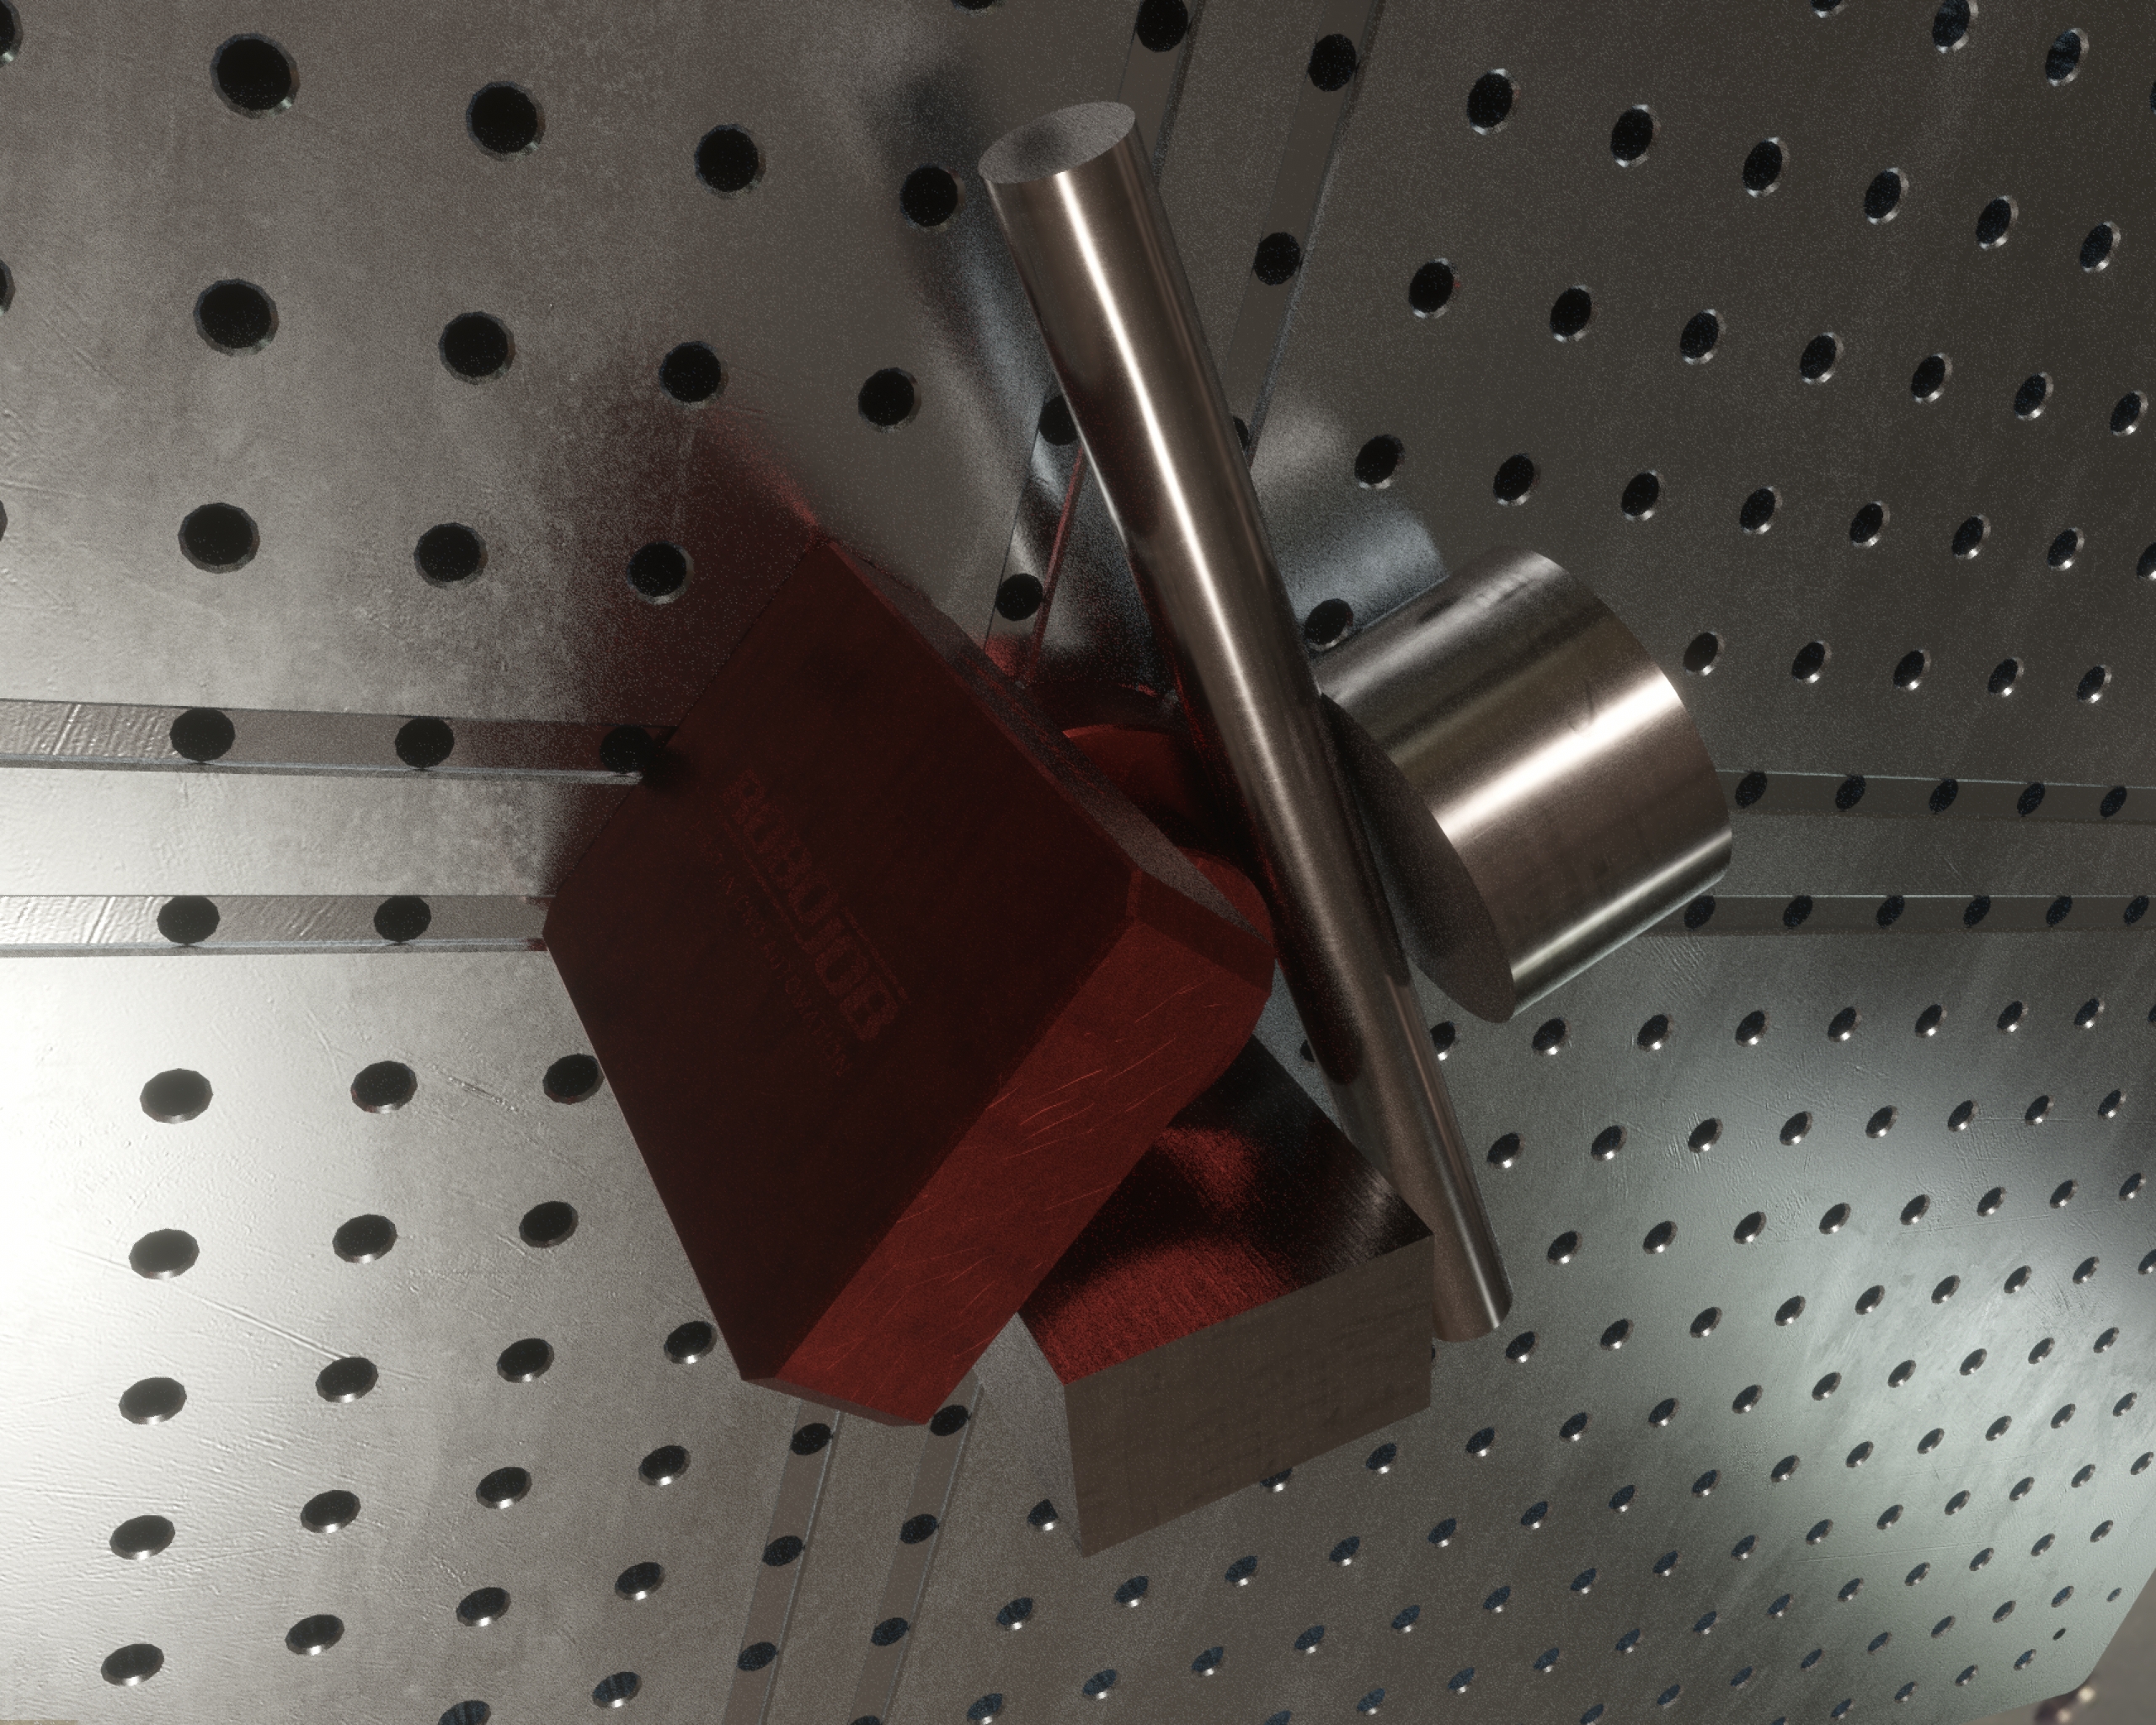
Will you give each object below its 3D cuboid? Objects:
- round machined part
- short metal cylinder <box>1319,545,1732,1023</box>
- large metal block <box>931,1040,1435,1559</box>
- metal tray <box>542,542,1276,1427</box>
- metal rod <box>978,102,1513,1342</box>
[{"bbox_3d":[-0.001,0.017,0.412,0.099,0.042,0.097,-14,125,-21],"label":"round machined part"},{"bbox_3d":[0.082,-0.015,0.411,0.050,0.080,0.080,-32,129,-8],"label":"short metal cylinder"},{"bbox_3d":[0.019,0.086,0.441,0.081,0.080,0.050,-18,126,-19],"label":"large metal block"},{"bbox_3d":[-0.035,0.013,0.334,0.030,0.130,0.090,31,101,-38],"label":"metal tray"},{"bbox_3d":[0.044,-0.002,0.408,0.025,0.025,0.299,-31,129,-9],"label":"metal rod"}]
